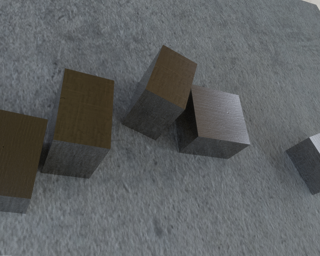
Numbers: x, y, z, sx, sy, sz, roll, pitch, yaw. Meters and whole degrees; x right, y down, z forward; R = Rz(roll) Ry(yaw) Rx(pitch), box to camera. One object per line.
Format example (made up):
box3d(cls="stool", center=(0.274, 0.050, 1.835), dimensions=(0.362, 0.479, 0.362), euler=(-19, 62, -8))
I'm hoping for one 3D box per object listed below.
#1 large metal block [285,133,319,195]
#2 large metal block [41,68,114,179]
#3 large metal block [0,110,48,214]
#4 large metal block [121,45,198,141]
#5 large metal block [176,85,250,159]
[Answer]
box3d(cls="large metal block", center=(0.267, 0.052, 0.503), dimensions=(0.081, 0.050, 0.080), euler=(-14, 69, -34))
box3d(cls="large metal block", center=(-0.086, -0.001, 0.324), dimensions=(0.050, 0.080, 0.080), euler=(12, 57, -22))
box3d(cls="large metal block", center=(-0.156, 0.029, 0.286), dimensions=(0.081, 0.050, 0.080), euler=(13, 56, -21))
box3d(cls="large metal block", center=(-0.001, -0.043, 0.396), dimensions=(0.050, 0.080, 0.080), euler=(27, 52, -12))
box3d(cls="large metal block", center=(0.070, -0.007, 0.432), dimensions=(0.081, 0.050, 0.080), euler=(9, 58, -24))
